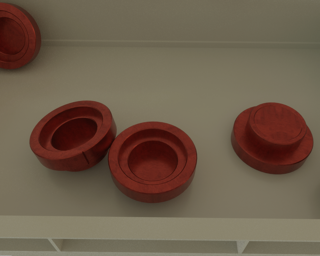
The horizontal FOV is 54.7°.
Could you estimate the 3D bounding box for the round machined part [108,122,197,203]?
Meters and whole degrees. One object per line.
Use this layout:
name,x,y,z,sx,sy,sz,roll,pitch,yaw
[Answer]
round machined part,-0.008,0.042,0.358,0.099,0.042,0.098,0,50,0

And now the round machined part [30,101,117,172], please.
round machined part,-0.099,0.014,0.373,0.098,0.042,0.098,-8,43,7

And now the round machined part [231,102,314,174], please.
round machined part,0.143,0.006,0.390,0.099,0.042,0.098,0,50,0

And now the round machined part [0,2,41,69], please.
round machined part,-0.235,-0.145,0.487,0.099,0.097,0.042,2,21,2
